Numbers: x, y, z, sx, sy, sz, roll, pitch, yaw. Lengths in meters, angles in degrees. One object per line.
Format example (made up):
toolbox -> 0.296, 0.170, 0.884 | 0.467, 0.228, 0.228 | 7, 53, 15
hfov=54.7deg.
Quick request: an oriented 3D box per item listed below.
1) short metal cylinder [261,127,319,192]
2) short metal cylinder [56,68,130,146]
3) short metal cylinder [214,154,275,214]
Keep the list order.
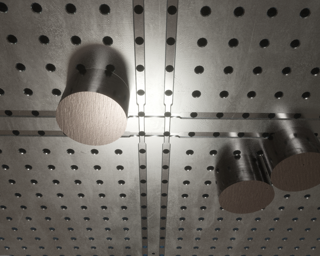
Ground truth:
short metal cylinder -> 0.190, 0.045, 0.437 | 0.081, 0.050, 0.079 | 0, 130, 0
short metal cylinder -> -0.078, -0.025, 0.373 | 0.081, 0.050, 0.079 | 0, 130, 0
short metal cylinder -> 0.126, 0.086, 0.471 | 0.081, 0.050, 0.079 | 0, 130, 0
